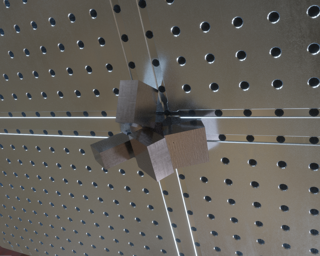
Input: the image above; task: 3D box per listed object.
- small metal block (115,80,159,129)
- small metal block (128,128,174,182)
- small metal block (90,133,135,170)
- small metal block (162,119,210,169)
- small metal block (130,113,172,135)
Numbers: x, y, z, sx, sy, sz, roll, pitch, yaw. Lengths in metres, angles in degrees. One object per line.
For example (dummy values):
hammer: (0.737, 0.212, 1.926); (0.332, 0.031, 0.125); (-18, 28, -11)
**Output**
small metal block: (-0.027, -0.028, 0.379); (0.025, 0.050, 0.050); (3, 84, 27)
small metal block: (-0.011, 0.032, 0.390); (0.050, 0.025, 0.050); (26, 137, 55)
small metal block: (-0.064, 0.031, 0.435); (0.050, 0.050, 0.025); (19, 129, 61)
small metal block: (0.033, 0.021, 0.393); (0.050, 0.025, 0.050); (-12, 116, -1)
small metal block: (-0.009, 0.008, 0.422); (0.050, 0.025, 0.050); (3, 120, 27)
